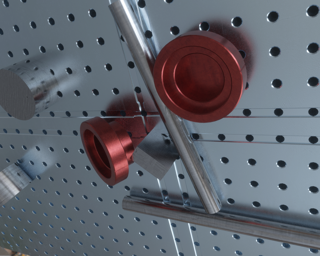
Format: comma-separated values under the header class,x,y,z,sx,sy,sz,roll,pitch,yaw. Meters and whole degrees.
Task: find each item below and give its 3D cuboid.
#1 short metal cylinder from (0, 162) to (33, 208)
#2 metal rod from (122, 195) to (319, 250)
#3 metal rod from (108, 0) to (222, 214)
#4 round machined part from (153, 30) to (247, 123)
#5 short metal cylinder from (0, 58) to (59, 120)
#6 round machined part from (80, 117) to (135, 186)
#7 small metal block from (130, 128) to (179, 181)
class,x,y,z,sx,sy,sz,roll,pitch,yaw
short metal cylinder,-0.298,0.112,0.602,0.080,0.080,0.050,-34,99,38
metal rod,0.078,0.133,0.452,0.301,0.025,0.025,4,120,26
metal rod,0.015,-0.014,0.394,0.025,0.025,0.299,-13,112,33
round machined part,0.046,-0.058,0.340,0.098,0.042,0.097,13,124,21
short metal cylinder,-0.201,-0.058,0.465,0.080,0.050,0.079,13,124,21
round machined part,-0.070,0.029,0.438,0.098,0.042,0.097,38,142,39
small metal block,-0.004,0.035,0.418,0.050,0.050,0.025,36,127,4
